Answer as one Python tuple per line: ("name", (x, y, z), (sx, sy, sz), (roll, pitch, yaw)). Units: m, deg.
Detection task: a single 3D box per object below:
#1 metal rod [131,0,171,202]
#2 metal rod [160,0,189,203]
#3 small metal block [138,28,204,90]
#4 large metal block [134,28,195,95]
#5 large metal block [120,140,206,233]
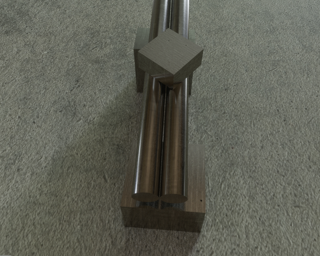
("metal rod", (-0.005, -0.062, 0.362), (0.025, 0.025, 0.300), (3, 57, 2))
("metal rod", (0.021, -0.061, 0.362), (0.025, 0.025, 0.300), (3, 57, 2))
("small metal block", (0.012, -0.077, 0.343), (0.050, 0.025, 0.050), (37, 64, 20))
("large metal block", (0.007, -0.095, 0.449), (0.080, 0.080, 0.050), (3, 50, 2))
("large metal block", (0.006, 0.062, 0.336), (0.080, 0.050, 0.080), (4, 50, 3))
